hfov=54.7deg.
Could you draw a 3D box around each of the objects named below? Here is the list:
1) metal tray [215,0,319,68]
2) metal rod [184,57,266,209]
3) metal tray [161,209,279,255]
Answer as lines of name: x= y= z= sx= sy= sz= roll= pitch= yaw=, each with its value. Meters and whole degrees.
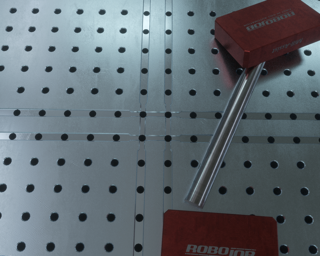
metal tray: x=0.157 y=-0.144 z=0.449 sx=0.131 sy=0.030 sz=0.090 roll=-22 pitch=53 yaw=-8
metal rod: x=0.107 y=-0.033 z=0.425 sx=0.025 sy=0.025 sz=0.300 roll=25 pitch=72 yaw=8
metal tray: x=0.067 y=0.145 z=0.357 sx=0.131 sy=0.030 sz=0.090 roll=4 pitch=70 yaw=1
